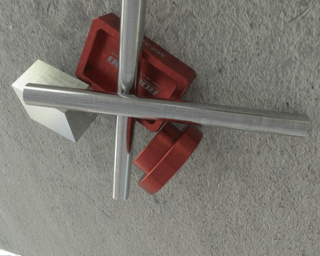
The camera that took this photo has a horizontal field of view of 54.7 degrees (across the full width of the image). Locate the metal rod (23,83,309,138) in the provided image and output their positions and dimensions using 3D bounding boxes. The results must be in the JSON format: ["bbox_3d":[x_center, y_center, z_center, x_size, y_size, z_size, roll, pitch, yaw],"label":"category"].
[{"bbox_3d":[0.003,-0.020,0.336,0.302,0.025,0.025,7,123,4],"label":"metal rod"}]

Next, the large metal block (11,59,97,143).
[{"bbox_3d":[-0.139,-0.034,0.422,0.080,0.050,0.080,27,152,11],"label":"large metal block"}]

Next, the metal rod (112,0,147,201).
[{"bbox_3d":[-0.040,-0.022,0.373,0.025,0.025,0.298,20,126,16],"label":"metal rod"}]

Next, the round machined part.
[{"bbox_3d":[0.004,0.030,0.375,0.042,0.098,0.097,41,129,0],"label":"round machined part"}]

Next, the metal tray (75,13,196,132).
[{"bbox_3d":[-0.033,-0.065,0.378,0.130,0.030,0.089,36,129,3],"label":"metal tray"}]
